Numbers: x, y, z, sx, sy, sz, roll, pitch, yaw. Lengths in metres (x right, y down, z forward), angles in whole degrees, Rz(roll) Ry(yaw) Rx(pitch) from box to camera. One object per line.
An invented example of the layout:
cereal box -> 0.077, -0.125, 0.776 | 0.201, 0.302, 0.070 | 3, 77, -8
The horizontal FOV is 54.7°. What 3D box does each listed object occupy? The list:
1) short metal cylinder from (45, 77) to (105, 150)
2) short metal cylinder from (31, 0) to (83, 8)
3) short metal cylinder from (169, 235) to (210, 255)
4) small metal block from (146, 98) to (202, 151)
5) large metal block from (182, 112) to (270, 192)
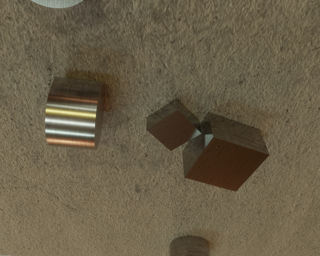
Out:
short metal cylinder -> -0.094, -0.016, 0.356 | 0.050, 0.080, 0.079 | 6, 130, -5
short metal cylinder -> -0.088, -0.150, 0.262 | 0.081, 0.050, 0.079 | 0, 130, 0
short metal cylinder -> 0.059, 0.255, 0.609 | 0.081, 0.050, 0.079 | 0, 130, 0
small metal block -> 0.018, -0.003, 0.404 | 0.050, 0.025, 0.050 | -32, 123, 24
large metal block -> 0.085, 0.034, 0.421 | 0.081, 0.050, 0.079 | 17, 128, -15
